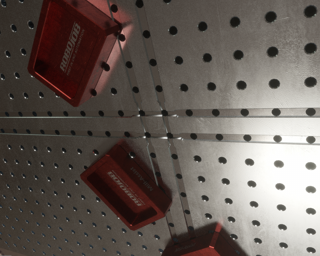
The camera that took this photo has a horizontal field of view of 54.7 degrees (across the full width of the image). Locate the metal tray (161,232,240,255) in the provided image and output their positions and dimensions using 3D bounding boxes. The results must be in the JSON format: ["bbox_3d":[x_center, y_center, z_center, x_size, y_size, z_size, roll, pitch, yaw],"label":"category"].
[{"bbox_3d":[0.070,0.228,0.510,0.090,0.030,0.129,49,128,-7],"label":"metal tray"}]

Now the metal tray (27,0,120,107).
[{"bbox_3d":[-0.117,-0.101,0.405,0.090,0.030,0.129,37,129,3],"label":"metal tray"}]

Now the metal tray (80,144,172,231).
[{"bbox_3d":[-0.056,0.099,0.496,0.130,0.030,0.090,48,128,-6],"label":"metal tray"}]
